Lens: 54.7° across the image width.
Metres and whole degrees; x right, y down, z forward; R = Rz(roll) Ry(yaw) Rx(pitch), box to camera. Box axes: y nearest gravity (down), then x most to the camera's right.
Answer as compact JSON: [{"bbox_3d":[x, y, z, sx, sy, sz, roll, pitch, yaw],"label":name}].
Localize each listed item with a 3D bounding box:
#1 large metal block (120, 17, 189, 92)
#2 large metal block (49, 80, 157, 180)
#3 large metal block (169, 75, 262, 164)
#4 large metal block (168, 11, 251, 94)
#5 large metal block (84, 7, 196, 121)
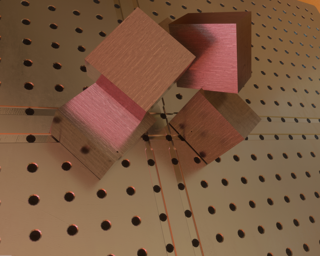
[{"bbox_3d":[-0.008,-0.091,0.424,0.050,0.080,0.080,41,51,-1],"label":"large metal block"},{"bbox_3d":[-0.065,-0.002,0.359,0.080,0.050,0.080,43,51,1],"label":"large metal block"},{"bbox_3d":[0.072,-0.010,0.417,0.080,0.080,0.050,47,51,4],"label":"large metal block"},{"bbox_3d":[0.063,-0.092,0.374,0.080,0.079,0.050,11,37,30],"label":"large metal block"},{"bbox_3d":[-0.022,-0.067,0.338,0.080,0.050,0.080,41,76,-1],"label":"large metal block"}]
